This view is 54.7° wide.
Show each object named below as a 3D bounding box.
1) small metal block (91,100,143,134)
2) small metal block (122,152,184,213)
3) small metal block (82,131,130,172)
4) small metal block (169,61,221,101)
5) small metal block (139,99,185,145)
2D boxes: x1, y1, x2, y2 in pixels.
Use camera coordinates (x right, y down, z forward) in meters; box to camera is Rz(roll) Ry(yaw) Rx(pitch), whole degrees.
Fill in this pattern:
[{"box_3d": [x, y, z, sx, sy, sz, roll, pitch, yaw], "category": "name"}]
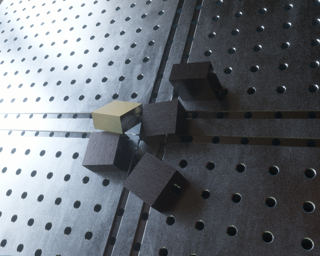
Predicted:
[{"box_3d": [-0.058, -0.017, 0.431, 0.050, 0.025, 0.050, 9, 28, 32], "category": "small metal block"}, {"box_3d": [-0.008, 0.064, 0.372, 0.050, 0.025, 0.050, 28, 77, 37], "category": "small metal block"}, {"box_3d": [-0.074, 0.032, 0.426, 0.050, 0.025, 0.050, -5, 60, 25], "category": "small metal block"}, {"box_3d": [0.046, -0.059, 0.403, 0.050, 0.050, 0.025, 1, 63, 28], "category": "small metal block"}, {"box_3d": [0.004, -0.007, 0.410, 0.050, 0.025, 0.050, -7, 59, 24], "category": "small metal block"}]
